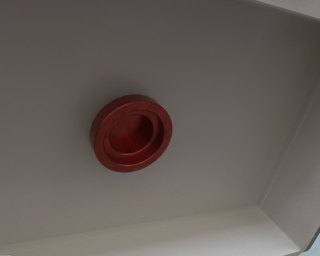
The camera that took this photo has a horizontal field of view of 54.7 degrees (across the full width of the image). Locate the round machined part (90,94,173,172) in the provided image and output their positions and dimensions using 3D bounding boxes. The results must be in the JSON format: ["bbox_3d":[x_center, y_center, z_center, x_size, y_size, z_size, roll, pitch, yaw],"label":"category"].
[{"bbox_3d":[-0.038,0.003,0.380,0.099,0.042,0.097,-14,125,-21],"label":"round machined part"}]
